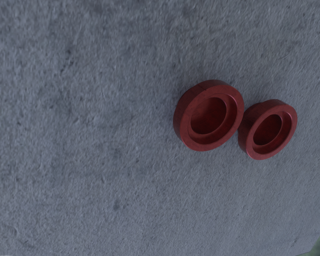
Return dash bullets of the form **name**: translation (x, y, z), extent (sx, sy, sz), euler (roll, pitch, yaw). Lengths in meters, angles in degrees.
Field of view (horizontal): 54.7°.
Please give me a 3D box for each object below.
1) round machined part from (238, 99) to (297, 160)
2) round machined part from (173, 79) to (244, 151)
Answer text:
- **round machined part**: translation (0.162, -0.002, 0.486), extent (0.099, 0.042, 0.097), euler (-14, 125, -21)
- **round machined part**: translation (0.061, -0.020, 0.418), extent (0.099, 0.042, 0.097), euler (-14, 125, -21)
